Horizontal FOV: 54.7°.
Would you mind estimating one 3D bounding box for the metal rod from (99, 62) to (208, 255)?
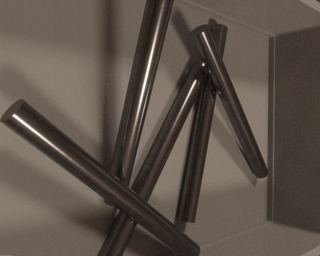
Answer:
[{"bbox_3d":[-0.001,0.036,0.407,0.025,0.025,0.300,40,65,-33],"label":"metal rod"}]

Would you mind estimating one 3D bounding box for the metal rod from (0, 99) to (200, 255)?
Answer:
[{"bbox_3d":[-0.038,0.077,0.337,0.300,0.025,0.025,48,61,-35],"label":"metal rod"}]

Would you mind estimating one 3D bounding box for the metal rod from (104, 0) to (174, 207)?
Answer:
[{"bbox_3d":[-0.018,-0.050,0.315,0.025,0.025,0.298,-3,116,-40],"label":"metal rod"}]

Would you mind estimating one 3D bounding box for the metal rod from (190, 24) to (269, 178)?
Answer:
[{"bbox_3d":[0.118,-0.022,0.483,0.025,0.025,0.299,-53,129,-27],"label":"metal rod"}]

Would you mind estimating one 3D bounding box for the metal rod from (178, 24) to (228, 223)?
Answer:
[{"bbox_3d":[0.066,-0.013,0.463,0.025,0.025,0.299,19,78,-39],"label":"metal rod"}]
